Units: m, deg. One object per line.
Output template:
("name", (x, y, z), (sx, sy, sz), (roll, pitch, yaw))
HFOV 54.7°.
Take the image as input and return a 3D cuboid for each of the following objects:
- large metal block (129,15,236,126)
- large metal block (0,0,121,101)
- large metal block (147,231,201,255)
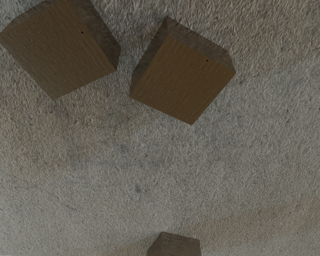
("large metal block", (0.022, -0.060, 0.340), (0.080, 0.050, 0.080), (24, 126, -19))
("large metal block", (-0.098, -0.086, 0.316), (0.080, 0.050, 0.080), (-22, 127, 17))
("large metal block", (0.026, 0.253, 0.607), (0.081, 0.050, 0.079), (17, 128, -15))
